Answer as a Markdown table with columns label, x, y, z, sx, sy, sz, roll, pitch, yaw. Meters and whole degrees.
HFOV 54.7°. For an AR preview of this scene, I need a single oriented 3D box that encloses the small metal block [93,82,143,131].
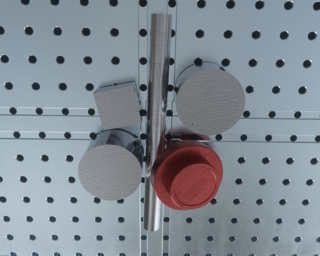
| label | x | y | z | sx | sy | sz | roll | pitch | yaw |
| --- | --- | --- | --- | --- | --- | --- | --- | --- | --- |
| small metal block | -0.053 | -0.028 | 0.398 | 0.050 | 0.025 | 0.050 | -11 | 110 | 3 |

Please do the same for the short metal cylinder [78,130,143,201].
| label | x | y | z | sx | sy | sz | roll | pitch | yaw |
| --- | --- | --- | --- | --- | --- | --- | --- | --- | --- |
| short metal cylinder | -0.063 | 0.049 | 0.413 | 0.081 | 0.050 | 0.079 | 0 | 110 | 0 |

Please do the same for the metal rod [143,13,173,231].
| label | x | y | z | sx | sy | sz | roll | pitch | yaw |
| --- | --- | --- | --- | --- | --- | --- | --- | --- | --- |
| metal rod | -0.005 | 0.007 | 0.411 | 0.025 | 0.025 | 0.298 | 3 | 110 | -1 |

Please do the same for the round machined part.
| label | x | y | z | sx | sy | sz | roll | pitch | yaw |
| --- | --- | --- | --- | --- | --- | --- | --- | --- | --- |
| round machined part | 0.040 | 0.069 | 0.413 | 0.099 | 0.042 | 0.097 | -6 | 110 | -15 |

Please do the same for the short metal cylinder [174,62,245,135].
| label | x | y | z | sx | sy | sz | roll | pitch | yaw |
| --- | --- | --- | --- | --- | --- | --- | --- | --- | --- |
| short metal cylinder | 0.059 | -0.037 | 0.382 | 0.081 | 0.050 | 0.079 | 0 | 110 | 0 |
